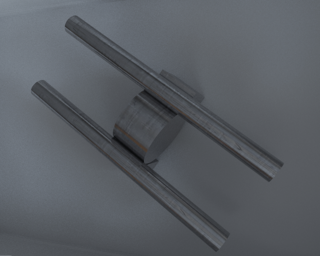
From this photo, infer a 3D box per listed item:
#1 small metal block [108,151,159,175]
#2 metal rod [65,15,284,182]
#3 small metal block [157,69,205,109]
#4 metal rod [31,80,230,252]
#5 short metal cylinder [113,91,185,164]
[{"bbox_3d":[-0.036,0.040,0.407,0.050,0.050,0.025,38,102,15],"label":"small metal block"},{"bbox_3d":[0.003,-0.043,0.354,0.300,0.025,0.025,38,102,15],"label":"metal rod"},{"bbox_3d":[0.023,-0.045,0.386,0.050,0.050,0.025,38,102,15],"label":"small metal block"},{"bbox_3d":[-0.047,0.035,0.373,0.300,0.025,0.025,38,102,16],"label":"metal rod"},{"bbox_3d":[-0.012,-0.003,0.383,0.050,0.080,0.080,38,102,15],"label":"short metal cylinder"}]
